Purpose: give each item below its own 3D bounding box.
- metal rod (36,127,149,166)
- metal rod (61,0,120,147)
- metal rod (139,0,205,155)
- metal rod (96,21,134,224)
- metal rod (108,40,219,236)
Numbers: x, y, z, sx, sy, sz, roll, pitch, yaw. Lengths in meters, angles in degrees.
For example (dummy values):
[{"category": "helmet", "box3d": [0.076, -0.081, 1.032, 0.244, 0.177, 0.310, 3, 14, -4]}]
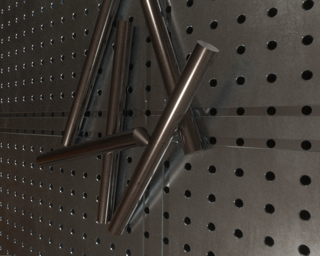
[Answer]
[{"category": "metal rod", "box3d": [-0.123, 0.036, 0.482, 0.299, 0.025, 0.025, -14, 81, 46]}, {"category": "metal rod", "box3d": [-0.107, -0.105, 0.494, 0.025, 0.025, 0.298, 33, 110, 34]}, {"category": "metal rod", "box3d": [0.002, -0.111, 0.405, 0.025, 0.025, 0.299, -25, 74, 37]}, {"category": "metal rod", "box3d": [-0.067, -0.005, 0.462, 0.025, 0.025, 0.298, 11, 97, 39]}, {"category": "metal rod", "box3d": [-0.008, 0.033, 0.389, 0.025, 0.025, 0.298, 45, 124, 30]}]
